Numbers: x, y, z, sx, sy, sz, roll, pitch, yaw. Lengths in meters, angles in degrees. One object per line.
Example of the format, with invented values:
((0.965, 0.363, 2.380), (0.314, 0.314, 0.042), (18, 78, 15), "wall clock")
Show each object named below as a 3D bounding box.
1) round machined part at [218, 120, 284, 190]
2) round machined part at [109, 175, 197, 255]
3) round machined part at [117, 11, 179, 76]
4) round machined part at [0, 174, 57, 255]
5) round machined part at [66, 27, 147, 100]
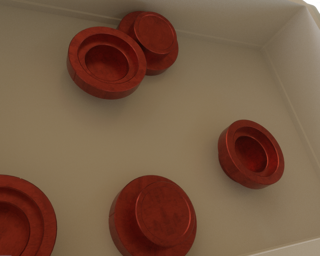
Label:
((0.123, 0.040, 0.439), (0.099, 0.042, 0.098), (14, 56, -21), "round machined part")
((-0.002, 0.097, 0.336), (0.099, 0.042, 0.098), (14, 56, -21), "round machined part")
((-0.015, -0.130, 0.456), (0.099, 0.042, 0.098), (9, 69, -26), "round machined part")
((-0.142, 0.092, 0.262), (0.099, 0.042, 0.098), (14, 56, -21), "round machined part")
((-0.070, -0.079, 0.402), (0.099, 0.042, 0.098), (10, 63, -19), "round machined part")
